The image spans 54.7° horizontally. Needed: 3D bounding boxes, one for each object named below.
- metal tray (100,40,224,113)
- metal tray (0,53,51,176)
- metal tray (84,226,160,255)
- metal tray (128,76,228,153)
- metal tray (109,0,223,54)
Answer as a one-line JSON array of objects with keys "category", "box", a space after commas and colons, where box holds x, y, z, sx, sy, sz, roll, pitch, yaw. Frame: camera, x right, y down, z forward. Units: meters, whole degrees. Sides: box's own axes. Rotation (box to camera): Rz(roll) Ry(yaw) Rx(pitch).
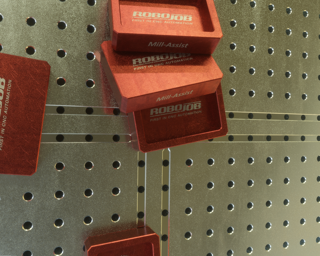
[{"category": "metal tray", "box": [0.001, -0.075, 0.387, 0.131, 0.030, 0.090, -15, 63, -19]}, {"category": "metal tray", "box": [-0.178, -0.016, 0.344, 0.091, 0.030, 0.129, 8, 87, -20]}, {"category": "metal tray", "box": [-0.044, 0.201, 0.394, 0.091, 0.030, 0.129, -4, 92, -20]}, {"category": "metal tray", "box": [0.023, -0.023, 0.419, 0.131, 0.030, 0.089, -11, 94, -20]}, {"category": "metal tray", "box": [0.004, -0.138, 0.384, 0.131, 0.030, 0.090, -1, 64, -14]}]
